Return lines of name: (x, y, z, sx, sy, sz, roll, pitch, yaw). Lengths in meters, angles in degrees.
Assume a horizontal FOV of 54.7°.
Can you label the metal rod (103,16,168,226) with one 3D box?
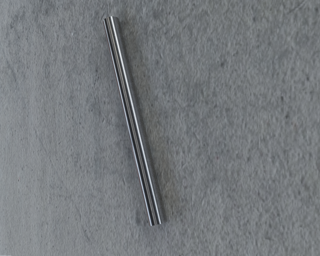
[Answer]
metal rod: (-0.038, -0.017, 0.433, 0.025, 0.025, 0.299, -23, 76, 37)
